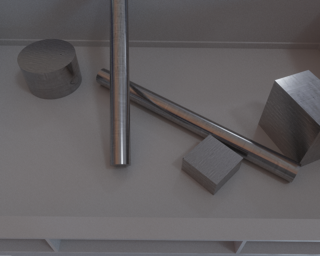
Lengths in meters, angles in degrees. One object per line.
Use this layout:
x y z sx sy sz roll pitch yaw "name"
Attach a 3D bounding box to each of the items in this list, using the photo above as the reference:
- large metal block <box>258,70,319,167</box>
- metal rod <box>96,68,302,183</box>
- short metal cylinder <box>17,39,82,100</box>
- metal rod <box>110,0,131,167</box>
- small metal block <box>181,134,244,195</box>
0.175 -0.010 0.380 0.050 0.080 0.080 -18 53 -15 "large metal block"
0.036 -0.013 0.416 0.300 0.025 0.025 28 55 21 "metal rod"
-0.162 -0.088 0.461 0.081 0.050 0.080 0 50 0 "short metal cylinder"
-0.053 -0.100 0.407 0.025 0.025 0.299 -2 76 -2 "metal rod"
0.062 0.043 0.370 0.050 0.025 0.050 37 59 27 "small metal block"
